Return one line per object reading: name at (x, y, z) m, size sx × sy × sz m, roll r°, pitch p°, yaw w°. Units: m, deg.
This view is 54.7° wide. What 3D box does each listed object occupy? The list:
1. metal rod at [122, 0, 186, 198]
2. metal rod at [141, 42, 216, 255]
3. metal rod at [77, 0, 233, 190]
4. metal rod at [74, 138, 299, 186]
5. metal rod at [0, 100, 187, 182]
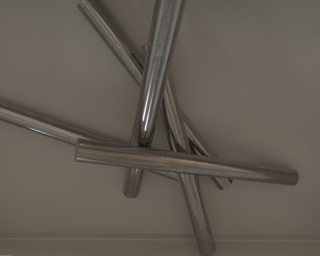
metal rod at (-0.013, -0.020, 0.334) m, size 0.025 × 0.025 × 0.298 m, roll 11°, pitch 132°, yaw -4°
metal rod at (0.030, 0.040, 0.398) m, size 0.025 × 0.025 × 0.298 m, roll -14°, pitch 110°, yaw 5°
metal rod at (0.003, -0.034, 0.398) m, size 0.025 × 0.025 × 0.300 m, roll -35°, pitch 107°, yaw 12°
metal rod at (0.051, 0.046, 0.379) m, size 0.302 × 0.025 × 0.025 m, roll 10°, pitch 111°, yaw -24°
metal rod at (-0.093, 0.019, 0.417) m, size 0.302 × 0.025 × 0.025 m, roll 20°, pitch 109°, yaw -8°
